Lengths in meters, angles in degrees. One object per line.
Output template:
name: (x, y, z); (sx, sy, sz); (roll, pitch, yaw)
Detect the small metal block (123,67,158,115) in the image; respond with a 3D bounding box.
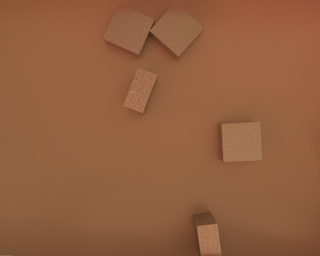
small metal block: (-0.024, -0.046, 0.399); (0.025, 0.050, 0.050); (21, 90, 0)

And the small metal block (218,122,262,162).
small metal block: (0.106, 0.018, 0.413); (0.050, 0.025, 0.050); (-3, 90, -1)

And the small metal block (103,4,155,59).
small metal block: (-0.040, -0.128, 0.411); (0.050, 0.025, 0.050); (24, 90, -1)

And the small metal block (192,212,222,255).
small metal block: (0.060, 0.142, 0.400); (0.025, 0.050, 0.050); (-8, 90, 0)

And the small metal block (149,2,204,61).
small metal block: (0.022, -0.127, 0.412); (0.050, 0.025, 0.050); (42, 90, -1)
